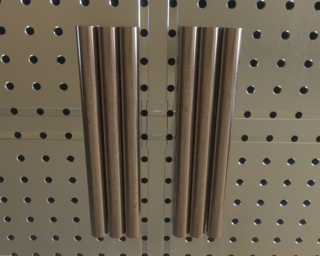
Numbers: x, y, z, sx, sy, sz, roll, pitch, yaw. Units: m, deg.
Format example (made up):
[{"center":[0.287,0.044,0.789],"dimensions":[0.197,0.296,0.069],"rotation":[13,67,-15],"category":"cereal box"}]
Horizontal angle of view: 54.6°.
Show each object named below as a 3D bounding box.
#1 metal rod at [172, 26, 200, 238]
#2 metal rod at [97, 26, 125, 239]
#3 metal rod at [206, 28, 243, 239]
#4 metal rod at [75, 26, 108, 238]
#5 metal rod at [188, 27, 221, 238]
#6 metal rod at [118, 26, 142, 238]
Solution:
[{"center":[0.033,0.019,0.420],"dimensions":[0.025,0.025,0.298],"rotation":[1,110,0],"category":"metal rod"},{"center":[-0.064,0.020,0.419],"dimensions":[0.025,0.025,0.298],"rotation":[1,110,0],"category":"metal rod"},{"center":[0.084,0.020,0.421],"dimensions":[0.025,0.025,0.298],"rotation":[1,110,0],"category":"metal rod"},{"center":[-0.089,0.019,0.419],"dimensions":[0.025,0.025,0.298],"rotation":[1,110,0],"category":"metal rod"},{"center":[0.058,0.020,0.420],"dimensions":[0.025,0.025,0.298],"rotation":[1,110,0],"category":"metal rod"},{"center":[-0.039,0.020,0.420],"dimensions":[0.025,0.025,0.298],"rotation":[1,110,0],"category":"metal rod"}]
